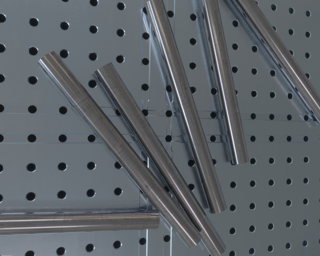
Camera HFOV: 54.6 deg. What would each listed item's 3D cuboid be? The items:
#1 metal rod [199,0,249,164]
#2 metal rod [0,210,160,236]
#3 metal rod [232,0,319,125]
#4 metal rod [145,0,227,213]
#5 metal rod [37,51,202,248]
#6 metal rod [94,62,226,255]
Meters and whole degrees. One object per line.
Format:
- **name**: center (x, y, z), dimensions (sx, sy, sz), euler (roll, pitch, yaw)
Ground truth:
- **metal rod**: center (0.086, -0.096, 0.443), dimensions (0.025, 0.025, 0.298), euler (-14, 95, -19)
- **metal rod**: center (-0.146, 0.110, 0.358), dimensions (0.302, 0.025, 0.025), euler (5, 89, -20)
- **metal rod**: center (0.182, -0.120, 0.479), dimensions (0.025, 0.025, 0.300), euler (-45, 104, -14)
- **metal rod**: center (0.038, -0.025, 0.426), dimensions (0.025, 0.025, 0.299), euler (-20, 97, -19)
- **metal rod**: center (-0.044, 0.034, 0.390), dimensions (0.025, 0.025, 0.300), euler (-40, 101, -15)
- **metal rod**: center (0.006, 0.050, 0.414), dimensions (0.025, 0.025, 0.299), euler (-35, 101, -17)
